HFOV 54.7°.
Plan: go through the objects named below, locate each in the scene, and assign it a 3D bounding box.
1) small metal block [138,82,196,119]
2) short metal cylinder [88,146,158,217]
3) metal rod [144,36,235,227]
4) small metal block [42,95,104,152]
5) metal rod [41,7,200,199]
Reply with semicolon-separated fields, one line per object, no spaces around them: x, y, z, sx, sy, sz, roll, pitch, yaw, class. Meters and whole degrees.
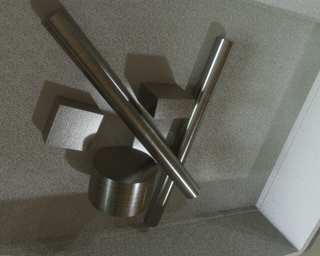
0.007;-0.034;0.377;0.050;0.050;0.025;-2;120;-28;small metal block
-0.047;0.065;0.389;0.081;0.080;0.050;-1;119;-28;short metal cylinder
0.034;0.020;0.441;0.025;0.025;0.298;6;115;-32;metal rod
-0.100;-0.004;0.353;0.050;0.025;0.050;14;111;-35;small metal block
-0.027;-0.006;0.372;0.025;0.025;0.300;-39;124;-3;metal rod
